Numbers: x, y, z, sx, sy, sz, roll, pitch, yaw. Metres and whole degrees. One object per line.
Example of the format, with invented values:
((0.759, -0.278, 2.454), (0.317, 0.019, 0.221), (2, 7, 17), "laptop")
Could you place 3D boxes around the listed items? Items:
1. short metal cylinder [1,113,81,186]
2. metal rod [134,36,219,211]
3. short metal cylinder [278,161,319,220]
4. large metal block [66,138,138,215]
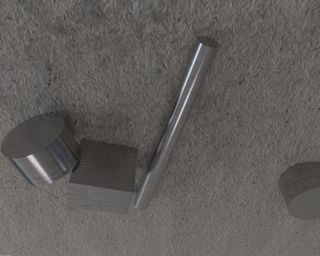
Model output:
((-0.148, 0.026, 0.392), (0.080, 0.080, 0.050), (-11, 129, 9), "short metal cylinder")
((0.010, 0.018, 0.422), (0.025, 0.025, 0.298), (12, 129, -11), "metal rod")
((0.230, 0.097, 0.476), (0.081, 0.050, 0.079), (0, 130, 0), "short metal cylinder")
((-0.078, 0.066, 0.427), (0.081, 0.080, 0.050), (11, 129, -10), "large metal block")
